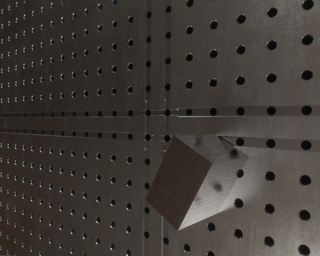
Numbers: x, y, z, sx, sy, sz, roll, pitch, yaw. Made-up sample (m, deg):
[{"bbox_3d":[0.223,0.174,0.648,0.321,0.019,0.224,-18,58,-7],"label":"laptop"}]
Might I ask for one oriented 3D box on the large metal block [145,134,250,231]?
[{"bbox_3d":[0.042,0.054,0.338,0.050,0.081,0.079,36,112,34],"label":"large metal block"}]
